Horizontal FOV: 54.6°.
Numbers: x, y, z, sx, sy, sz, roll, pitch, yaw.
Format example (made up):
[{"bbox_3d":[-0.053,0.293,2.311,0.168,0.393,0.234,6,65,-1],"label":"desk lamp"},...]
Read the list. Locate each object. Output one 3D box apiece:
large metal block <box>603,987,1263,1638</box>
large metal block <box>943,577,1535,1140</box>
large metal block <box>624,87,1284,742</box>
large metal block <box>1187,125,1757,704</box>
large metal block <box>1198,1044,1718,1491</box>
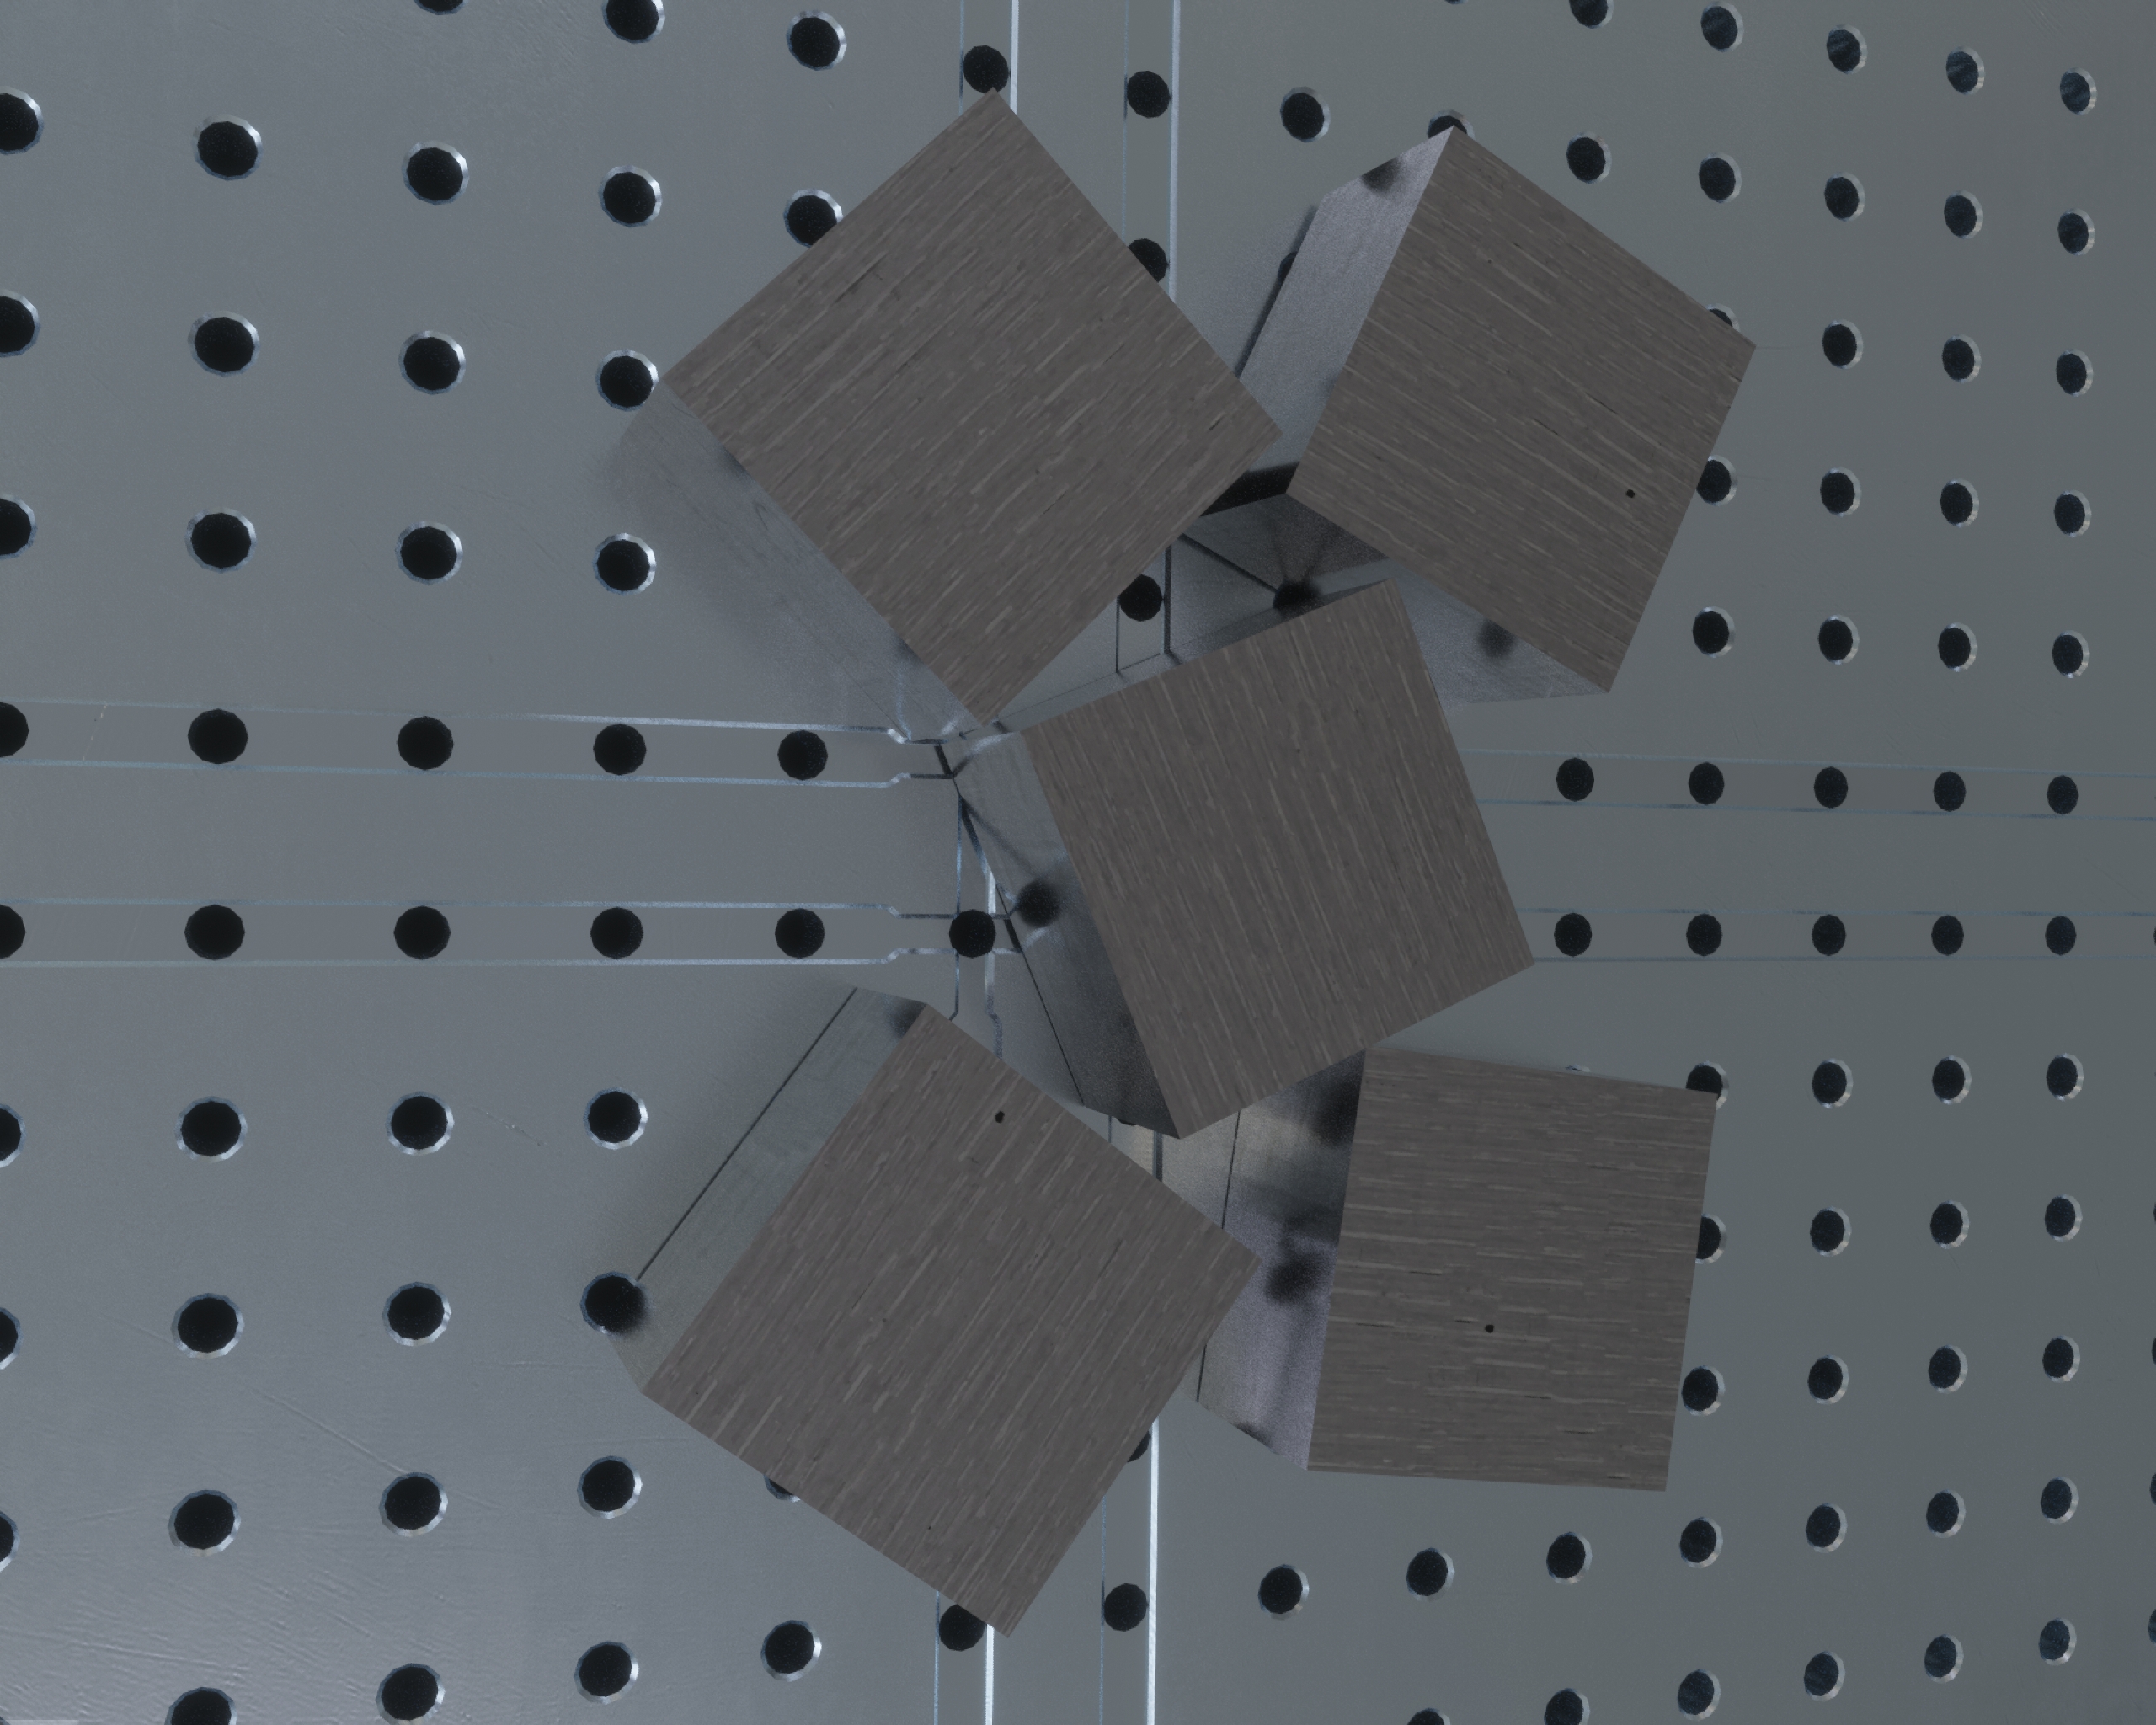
[{"bbox_3d":[-0.028,0.080,0.387,0.080,0.050,0.080,39,77,-16],"label":"large metal block"},{"bbox_3d":[0.031,-0.002,0.409,0.081,0.050,0.080,-24,98,-18],"label":"large metal block"},{"bbox_3d":[-0.024,-0.080,0.390,0.080,0.050,0.080,-46,104,-14],"label":"large metal block"},{"bbox_3d":[0.078,-0.087,0.427,0.080,0.050,0.080,28,81,-21],"label":"large metal block"},{"bbox_3d":[0.077,0.080,0.427,0.081,0.050,0.080,10,87,-20],"label":"large metal block"}]
